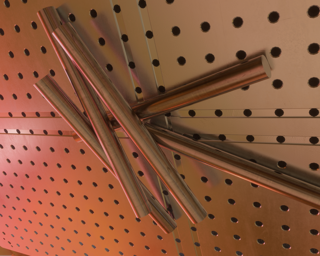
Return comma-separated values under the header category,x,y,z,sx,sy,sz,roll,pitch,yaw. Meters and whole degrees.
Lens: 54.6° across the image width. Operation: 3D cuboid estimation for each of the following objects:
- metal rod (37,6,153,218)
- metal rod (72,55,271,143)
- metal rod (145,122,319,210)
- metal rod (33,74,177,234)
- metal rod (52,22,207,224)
category,x,y,z,sx,sy,sz,roll,pitch,yaw
metal rod,-0.084,-0.015,0.416,0.025,0.025,0.299,-19,99,35
metal rod,-0.009,-0.026,0.400,0.300,0.025,0.025,-17,109,35
metal rod,0.114,0.055,0.385,0.301,0.025,0.025,21,126,15
metal rod,-0.069,0.049,0.453,0.025,0.025,0.300,-22,115,36
metal rod,-0.032,0.002,0.395,0.025,0.025,0.300,-27,103,37
